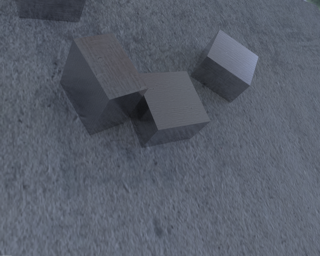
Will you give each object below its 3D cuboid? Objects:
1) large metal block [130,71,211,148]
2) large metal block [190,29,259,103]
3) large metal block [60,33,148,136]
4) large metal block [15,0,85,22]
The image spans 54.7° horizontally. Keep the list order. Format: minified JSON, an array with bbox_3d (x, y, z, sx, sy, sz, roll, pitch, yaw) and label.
[{"bbox_3d":[0.007,-0.026,0.409,0.081,0.050,0.080,-9,67,-33],"label":"large metal block"},{"bbox_3d":[0.108,-0.102,0.510,0.080,0.050,0.080,33,51,-7],"label":"large metal block"},{"bbox_3d":[-0.069,-0.050,0.363,0.050,0.080,0.080,-22,74,-36],"label":"large metal block"},{"bbox_3d":[-0.155,-0.196,0.425,0.081,0.050,0.080,-7,65,-32],"label":"large metal block"}]
